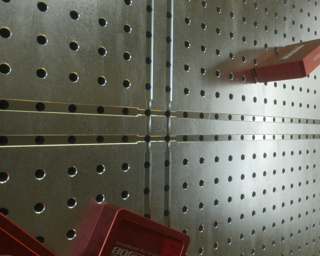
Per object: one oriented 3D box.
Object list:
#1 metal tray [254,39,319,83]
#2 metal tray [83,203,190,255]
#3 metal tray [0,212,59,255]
[{"bbox_3d":[0.247,-0.126,0.571,0.131,0.090,0.030,-35,112,-34],"label":"metal tray"},{"bbox_3d":[-0.027,0.157,0.382,0.130,0.030,0.090,34,69,-35],"label":"metal tray"},{"bbox_3d":[-0.157,0.126,0.274,0.090,0.030,0.130,-52,121,-27],"label":"metal tray"}]
